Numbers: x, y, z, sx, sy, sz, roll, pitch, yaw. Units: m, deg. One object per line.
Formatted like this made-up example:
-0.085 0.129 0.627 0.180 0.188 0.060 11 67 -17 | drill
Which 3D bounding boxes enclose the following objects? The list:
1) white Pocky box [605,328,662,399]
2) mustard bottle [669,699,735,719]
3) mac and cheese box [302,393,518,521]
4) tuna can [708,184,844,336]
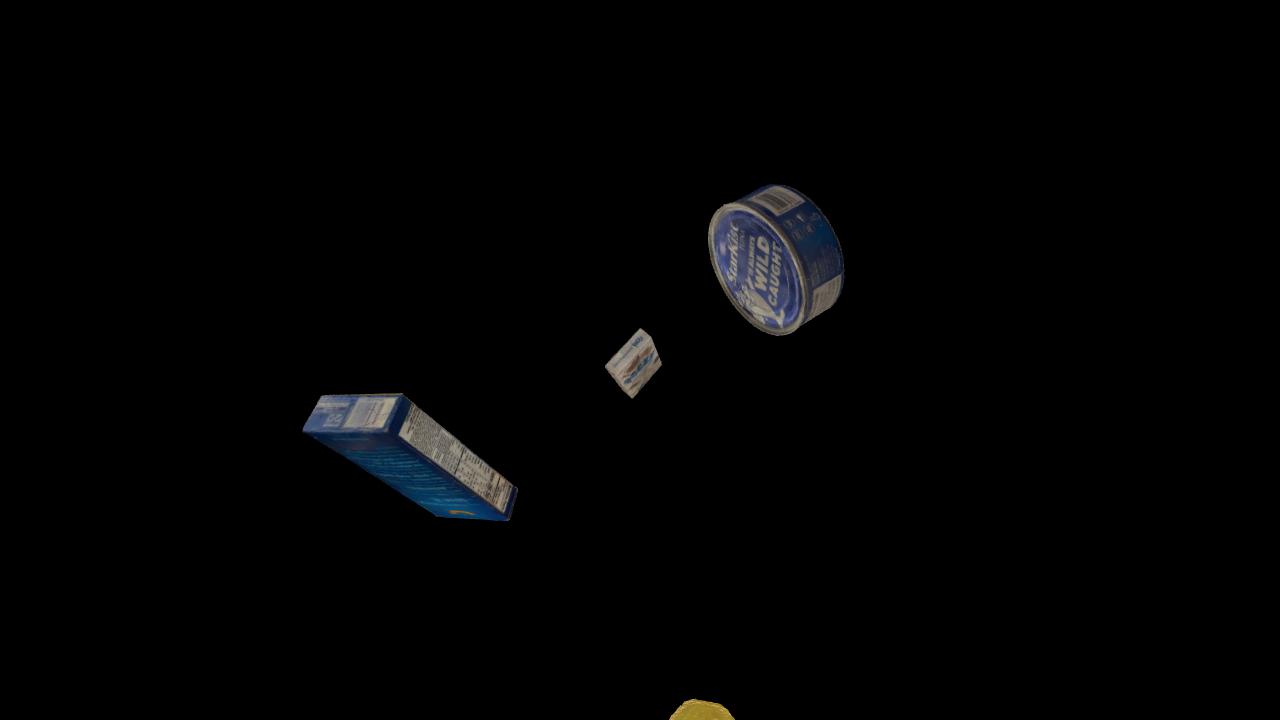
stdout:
-0.007 0.008 0.996 0.028 0.084 0.154 40 -7 17 | white Pocky box
0.034 0.337 0.405 0.054 0.184 0.092 5 1 1 | mustard bottle
-0.198 0.093 0.558 0.093 0.041 0.184 -4 -36 22 | mac and cheese box
0.079 -0.059 0.362 0.034 0.084 0.084 -30 11 -19 | tuna can
